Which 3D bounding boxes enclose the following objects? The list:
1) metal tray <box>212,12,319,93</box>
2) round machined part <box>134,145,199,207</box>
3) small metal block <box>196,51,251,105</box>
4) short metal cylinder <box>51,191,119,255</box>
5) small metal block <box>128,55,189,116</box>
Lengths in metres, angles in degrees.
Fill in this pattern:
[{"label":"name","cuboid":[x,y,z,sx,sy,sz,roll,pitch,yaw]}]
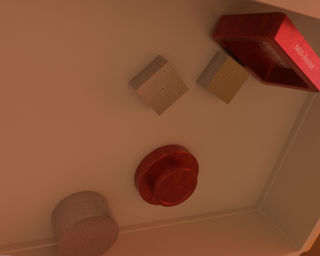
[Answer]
[{"label":"metal tray","cuboid":[0.138,-0.091,0.384,0.131,0.090,0.030,27,87,-38]},{"label":"round machined part","cuboid":[0.016,0.077,0.456,0.099,0.042,0.097,-14,125,-21]},{"label":"small metal block","cuboid":[0.085,-0.067,0.416,0.050,0.025,0.050,26,104,-38]},{"label":"short metal cylinder","cuboid":[-0.102,0.133,0.420,0.081,0.050,0.079,-14,125,-21]},{"label":"small metal block","cuboid":[-0.001,-0.051,0.378,0.050,0.025,0.050,-42,130,0]}]
